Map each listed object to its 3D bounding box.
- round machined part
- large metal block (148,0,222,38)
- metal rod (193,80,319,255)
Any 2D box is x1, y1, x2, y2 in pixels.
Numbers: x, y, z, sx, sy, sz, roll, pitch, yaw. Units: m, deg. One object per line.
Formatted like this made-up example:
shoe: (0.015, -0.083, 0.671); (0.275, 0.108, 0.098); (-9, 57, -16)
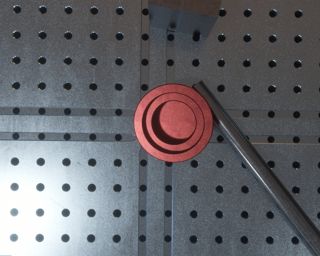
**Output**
round machined part: (0.019, -0.008, 0.399); (0.098, 0.042, 0.097); (1, 97, 8)
large metal block: (0.031, -0.156, 0.386); (0.080, 0.080, 0.050); (11, 90, 0)
metal rod: (0.138, 0.062, 0.414); (0.025, 0.025, 0.300); (-38, 90, 0)
